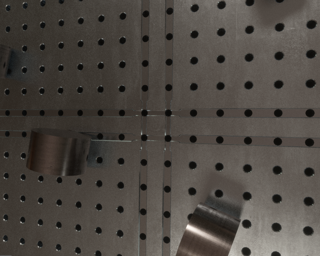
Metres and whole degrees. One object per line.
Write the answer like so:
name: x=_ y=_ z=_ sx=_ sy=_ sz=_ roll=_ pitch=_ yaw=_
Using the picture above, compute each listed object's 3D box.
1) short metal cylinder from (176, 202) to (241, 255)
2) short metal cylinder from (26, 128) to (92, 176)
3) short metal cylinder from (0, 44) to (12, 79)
short metal cylinder: x=0.056 y=0.135 z=0.363 sx=0.050 sy=0.080 sz=0.080 roll=21 pitch=97 yaw=18
short metal cylinder: x=-0.139 y=0.032 z=0.431 sx=0.080 sy=0.080 sz=0.050 roll=11 pitch=94 yaw=19
short metal cylinder: x=-0.277 y=-0.111 z=0.479 sx=0.080 sy=0.080 sz=0.050 roll=16 pitch=96 yaw=19
